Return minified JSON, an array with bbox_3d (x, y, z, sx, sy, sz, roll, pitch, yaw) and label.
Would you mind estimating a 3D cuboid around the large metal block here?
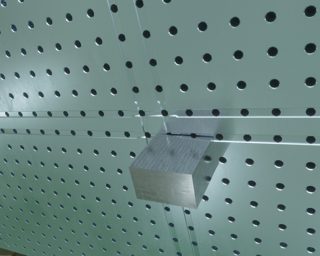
[{"bbox_3d":[0.019,0.051,0.396,0.080,0.080,0.050,4,120,26],"label":"large metal block"}]
